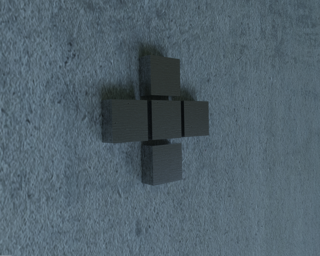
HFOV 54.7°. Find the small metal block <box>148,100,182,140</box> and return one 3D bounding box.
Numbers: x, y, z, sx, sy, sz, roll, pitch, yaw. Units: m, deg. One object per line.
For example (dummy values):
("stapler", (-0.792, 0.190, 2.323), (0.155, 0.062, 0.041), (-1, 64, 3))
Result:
("small metal block", (0.001, -0.011, 0.409), (0.050, 0.025, 0.050), (-2, 92, -40))

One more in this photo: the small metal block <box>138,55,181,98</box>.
("small metal block", (0.000, -0.067, 0.408), (0.050, 0.025, 0.050), (-2, 92, -40))

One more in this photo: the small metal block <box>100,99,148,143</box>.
("small metal block", (-0.042, -0.008, 0.372), (0.050, 0.025, 0.050), (-2, 92, -40))

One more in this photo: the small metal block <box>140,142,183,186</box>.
("small metal block", (0.002, 0.046, 0.411), (0.050, 0.025, 0.050), (-3, 92, -40))

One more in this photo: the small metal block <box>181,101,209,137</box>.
("small metal block", (0.044, -0.013, 0.446), (0.050, 0.025, 0.050), (-2, 92, -40))
